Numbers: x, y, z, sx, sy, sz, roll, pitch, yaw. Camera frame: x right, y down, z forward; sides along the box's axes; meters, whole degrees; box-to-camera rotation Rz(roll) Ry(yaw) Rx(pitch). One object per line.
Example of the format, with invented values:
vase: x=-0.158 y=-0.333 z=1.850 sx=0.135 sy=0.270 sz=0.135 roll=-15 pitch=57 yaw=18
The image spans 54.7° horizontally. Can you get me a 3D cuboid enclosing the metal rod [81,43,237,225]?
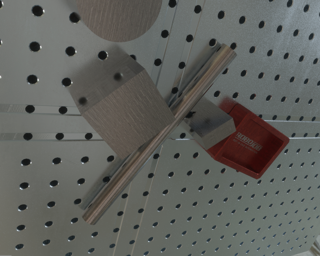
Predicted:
metal rod: x=-0.005 y=0.013 z=0.417 sx=0.025 sy=0.025 sz=0.299 roll=34 pitch=99 yaw=-39

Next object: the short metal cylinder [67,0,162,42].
short metal cylinder: x=-0.045 y=-0.127 z=0.293 sx=0.081 sy=0.050 sz=0.079 roll=-14 pitch=125 yaw=-21

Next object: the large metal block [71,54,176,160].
large metal block: x=-0.041 y=-0.023 z=0.360 sx=0.080 sy=0.050 sz=0.080 roll=-37 pitch=130 yaw=-4

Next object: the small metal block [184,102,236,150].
small metal block: x=0.069 y=-0.004 z=0.433 sx=0.050 sy=0.050 sz=0.025 roll=-32 pitch=129 yaw=-8

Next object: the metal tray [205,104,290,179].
metal tray: x=0.145 y=0.026 z=0.505 sx=0.131 sy=0.030 sz=0.090 roll=26 pitch=104 yaw=-38
